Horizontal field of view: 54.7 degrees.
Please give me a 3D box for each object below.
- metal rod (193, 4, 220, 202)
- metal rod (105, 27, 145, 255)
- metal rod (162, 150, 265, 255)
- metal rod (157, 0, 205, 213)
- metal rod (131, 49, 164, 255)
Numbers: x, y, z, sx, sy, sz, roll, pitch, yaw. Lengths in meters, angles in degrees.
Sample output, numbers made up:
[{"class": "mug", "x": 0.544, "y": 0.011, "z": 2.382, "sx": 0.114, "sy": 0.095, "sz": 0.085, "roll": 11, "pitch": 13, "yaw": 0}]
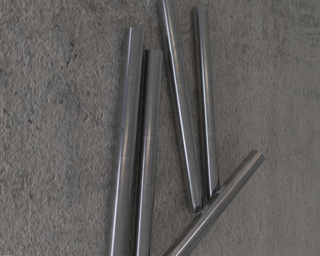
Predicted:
[{"class": "metal rod", "x": 0.071, "y": -0.029, "z": 0.463, "sx": 0.025, "sy": 0.025, "sz": 0.298, "roll": -7, "pitch": 95, "yaw": -40}, {"class": "metal rod", "x": -0.042, "y": 0.030, "z": 0.368, "sx": 0.025, "sy": 0.025, "sz": 0.298, "roll": 7, "pitch": 85, "yaw": -40}, {"class": "metal rod", "x": 0.060, "y": 0.126, "z": 0.421, "sx": 0.302, "sy": 0.025, "sz": 0.025, "roll": -39, "pitch": 114, "yaw": -33}, {"class": "metal rod", "x": 0.030, "y": -0.027, "z": 0.429, "sx": 0.025, "sy": 0.025, "sz": 0.298, "roll": -15, "pitch": 100, "yaw": -39}, {"class": "metal rod", "x": -0.017, "y": 0.051, "z": 0.390, "sx": 0.025, "sy": 0.025, "sz": 0.298, "roll": 6, "pitch": 86, "yaw": -40}]
